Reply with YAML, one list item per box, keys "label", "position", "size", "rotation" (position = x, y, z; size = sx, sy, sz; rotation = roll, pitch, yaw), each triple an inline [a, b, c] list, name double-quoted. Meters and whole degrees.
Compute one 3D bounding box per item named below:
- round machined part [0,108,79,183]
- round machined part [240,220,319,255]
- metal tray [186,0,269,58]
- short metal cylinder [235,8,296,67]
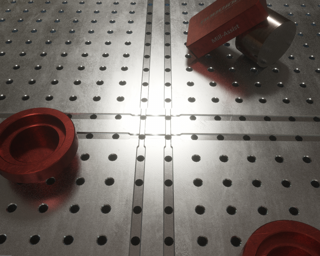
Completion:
- label: "round machined part"
  position: [-0.148, 0.024, 0.374]
  size: [0.099, 0.042, 0.098]
  rotation: [0, 50, 0]
- label: "round machined part"
  position: [0.120, 0.139, 0.282]
  size: [0.099, 0.042, 0.098]
  rotation: [0, 50, 0]
- label: "metal tray"
  position: [0.106, -0.179, 0.505]
  size: [0.130, 0.030, 0.090]
  rotation: [-25, 39, 35]
- label: "short metal cylinder"
  position: [0.169, -0.145, 0.496]
  size: [0.081, 0.080, 0.050]
  rotation: [-27, 55, -21]
